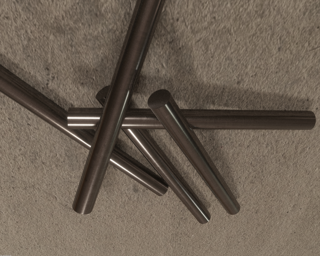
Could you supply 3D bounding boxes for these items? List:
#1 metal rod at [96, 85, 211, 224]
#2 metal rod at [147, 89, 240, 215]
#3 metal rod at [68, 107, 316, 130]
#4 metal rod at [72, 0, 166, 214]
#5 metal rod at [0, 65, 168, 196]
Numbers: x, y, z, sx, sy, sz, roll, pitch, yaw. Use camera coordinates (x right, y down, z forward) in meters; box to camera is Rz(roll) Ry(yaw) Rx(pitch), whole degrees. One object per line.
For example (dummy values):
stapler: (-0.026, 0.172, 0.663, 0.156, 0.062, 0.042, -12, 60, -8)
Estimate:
metal rod: (0.005, 0.057, 0.455, 0.025, 0.025, 0.300, -23, 127, 18)
metal rod: (0.061, 0.053, 0.417, 0.025, 0.025, 0.300, -20, 139, 16)
metal rod: (0.045, -0.011, 0.378, 0.302, 0.025, 0.025, 0, 131, -9)
metal rod: (-0.043, -0.032, 0.325, 0.025, 0.025, 0.298, 16, 112, -14)
metal rod: (-0.098, 0.013, 0.416, 0.025, 0.025, 0.301, -35, 122, 26)
